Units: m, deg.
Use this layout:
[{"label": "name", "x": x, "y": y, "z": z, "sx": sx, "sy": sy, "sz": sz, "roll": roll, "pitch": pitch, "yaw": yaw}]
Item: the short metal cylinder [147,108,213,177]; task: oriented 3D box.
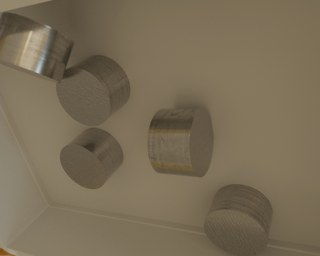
[{"label": "short metal cylinder", "x": 0.027, "y": 0.016, "z": 0.368, "sx": 0.050, "sy": 0.080, "sz": 0.079, "roll": 1, "pitch": 119, "yaw": 27}]

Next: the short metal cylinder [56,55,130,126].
[{"label": "short metal cylinder", "x": -0.087, "y": -0.049, "z": 0.406, "sx": 0.080, "sy": 0.050, "sz": 0.079, "roll": 13, "pitch": 124, "yaw": 20}]

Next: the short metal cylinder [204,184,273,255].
[{"label": "short metal cylinder", "x": 0.105, "y": 0.122, "z": 0.412, "sx": 0.080, "sy": 0.050, "sz": 0.079, "roll": 13, "pitch": 124, "yaw": 20}]

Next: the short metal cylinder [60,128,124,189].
[{"label": "short metal cylinder", "x": -0.104, "y": 0.046, "z": 0.474, "sx": 0.080, "sy": 0.050, "sz": 0.079, "roll": 13, "pitch": 124, "yaw": 20}]

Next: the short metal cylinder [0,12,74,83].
[{"label": "short metal cylinder", "x": -0.146, "y": -0.089, "z": 0.353, "sx": 0.080, "sy": 0.080, "sz": 0.050, "roll": 18, "pitch": 88, "yaw": 17}]
